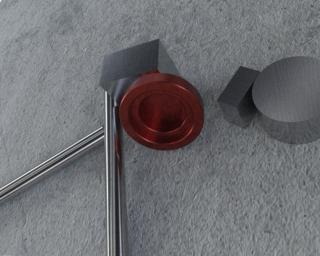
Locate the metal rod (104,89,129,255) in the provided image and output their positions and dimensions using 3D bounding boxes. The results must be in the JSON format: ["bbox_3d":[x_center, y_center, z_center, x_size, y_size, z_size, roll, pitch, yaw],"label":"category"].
[{"bbox_3d":[-0.059,0.031,0.402,0.025,0.025,0.299,-17,59,18],"label":"metal rod"}]

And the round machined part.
[{"bbox_3d":[0.004,-0.023,0.374,0.098,0.098,0.042,-15,33,19],"label":"round machined part"}]

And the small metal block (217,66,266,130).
[{"bbox_3d":[0.096,-0.034,0.358,0.025,0.050,0.050,27,76,37],"label":"small metal block"}]

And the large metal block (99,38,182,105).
[{"bbox_3d":[-0.022,-0.064,0.418,0.080,0.080,0.050,-11,57,21],"label":"large metal block"}]

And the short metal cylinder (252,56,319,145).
[{"bbox_3d":[0.144,-0.029,0.330,0.080,0.050,0.080,-13,56,20],"label":"short metal cylinder"}]

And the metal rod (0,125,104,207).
[{"bbox_3d":[-0.202,0.082,0.457,0.300,0.025,0.025,-30,52,8],"label":"metal rod"}]
